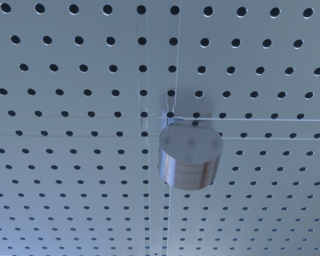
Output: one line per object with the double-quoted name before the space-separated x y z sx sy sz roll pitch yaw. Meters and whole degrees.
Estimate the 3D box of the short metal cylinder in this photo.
"short metal cylinder" 0.038 0.034 0.405 0.080 0.080 0.050 2 130 -2
